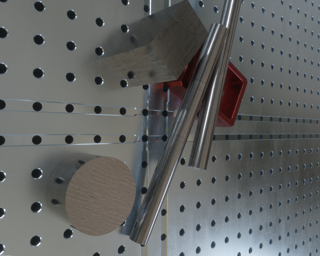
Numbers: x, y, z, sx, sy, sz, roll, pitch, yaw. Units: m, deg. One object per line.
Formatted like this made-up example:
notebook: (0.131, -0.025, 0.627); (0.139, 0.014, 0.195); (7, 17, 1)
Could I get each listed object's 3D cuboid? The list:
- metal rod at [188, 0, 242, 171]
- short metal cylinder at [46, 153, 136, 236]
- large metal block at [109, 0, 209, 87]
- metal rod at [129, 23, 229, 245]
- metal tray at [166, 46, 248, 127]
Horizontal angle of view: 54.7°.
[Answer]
metal rod: (0.084, -0.088, 0.442); (0.025, 0.025, 0.299); (23, 76, -38)
short metal cylinder: (-0.074, 0.069, 0.333); (0.081, 0.050, 0.079); (0, 90, -40)
large metal block: (-0.001, -0.099, 0.374); (0.050, 0.080, 0.080); (49, 61, -29)
metal rod: (0.027, 0.003, 0.405); (0.025, 0.025, 0.299); (26, 83, -38)
metal tray: (0.077, -0.069, 0.472); (0.130, 0.030, 0.090); (34, 69, -35)
